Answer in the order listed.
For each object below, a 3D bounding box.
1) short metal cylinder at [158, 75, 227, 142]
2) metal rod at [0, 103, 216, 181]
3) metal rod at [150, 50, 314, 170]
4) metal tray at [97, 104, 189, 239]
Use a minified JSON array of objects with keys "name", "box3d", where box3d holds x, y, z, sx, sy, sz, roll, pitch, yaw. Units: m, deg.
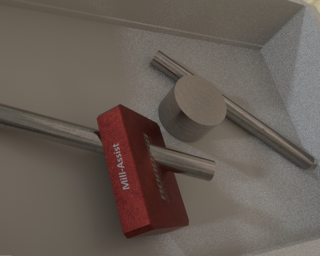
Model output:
[{"name":"short metal cylinder","box3d":[0.045,-0.026,0.432,0.081,0.050,0.080,14,56,-21]},{"name":"metal rod","box3d":[-0.083,0.010,0.332,0.302,0.025,0.025,16,55,-11]},{"name":"metal rod","box3d":[0.116,-0.025,0.485,0.301,0.025,0.025,33,51,-7]},{"name":"metal tray","box3d":[-0.017,0.047,0.335,0.090,0.030,0.130,27,41,-59]}]
